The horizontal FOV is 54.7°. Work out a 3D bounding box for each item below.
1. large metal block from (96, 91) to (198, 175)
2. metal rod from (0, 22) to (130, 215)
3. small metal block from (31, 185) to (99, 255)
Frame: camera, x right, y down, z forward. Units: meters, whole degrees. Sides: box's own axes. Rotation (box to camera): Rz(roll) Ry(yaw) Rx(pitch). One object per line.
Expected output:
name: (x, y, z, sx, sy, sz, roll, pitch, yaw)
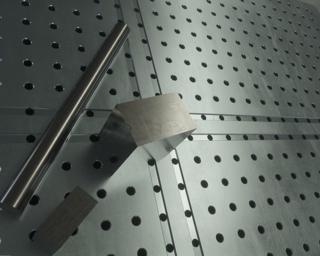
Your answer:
large metal block: (-0.018, 0.007, 0.361, 0.081, 0.080, 0.050, -16, 71, -35)
metal rod: (-0.098, -0.037, 0.378, 0.025, 0.025, 0.300, 29, 52, -11)
small metal block: (-0.090, 0.088, 0.291, 0.025, 0.050, 0.050, 41, 51, -1)
